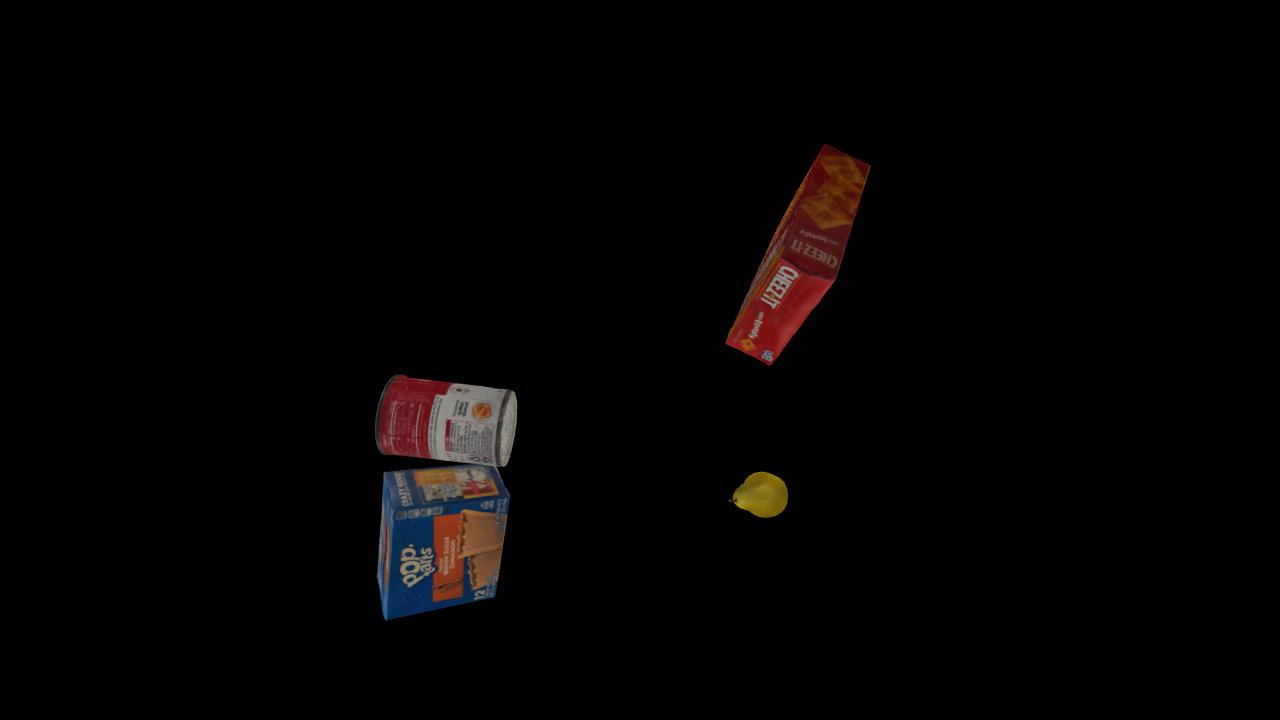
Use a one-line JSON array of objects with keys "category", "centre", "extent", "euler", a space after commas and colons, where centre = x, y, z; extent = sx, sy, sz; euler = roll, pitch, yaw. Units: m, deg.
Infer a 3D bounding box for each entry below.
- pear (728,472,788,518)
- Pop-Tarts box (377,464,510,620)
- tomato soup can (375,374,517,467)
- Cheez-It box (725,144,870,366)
[{"category": "pear", "centre": [0.186, 0.227, 1.016], "extent": [0.111, 0.080, 0.080], "euler": [-3, 1, -21]}, {"category": "Pop-Tarts box", "centre": [-0.254, 0.228, 0.789], "extent": [0.141, 0.167, 0.083], "euler": [0, 24, -30]}, {"category": "tomato soup can", "centre": [-0.159, 0.052, 0.518], "extent": [0.101, 0.068, 0.068], "euler": [7, 0, -1]}, {"category": "Cheez-It box", "centre": [0.190, -0.125, 0.739], "extent": [0.071, 0.223, 0.166], "euler": [26, -35, 3]}]
